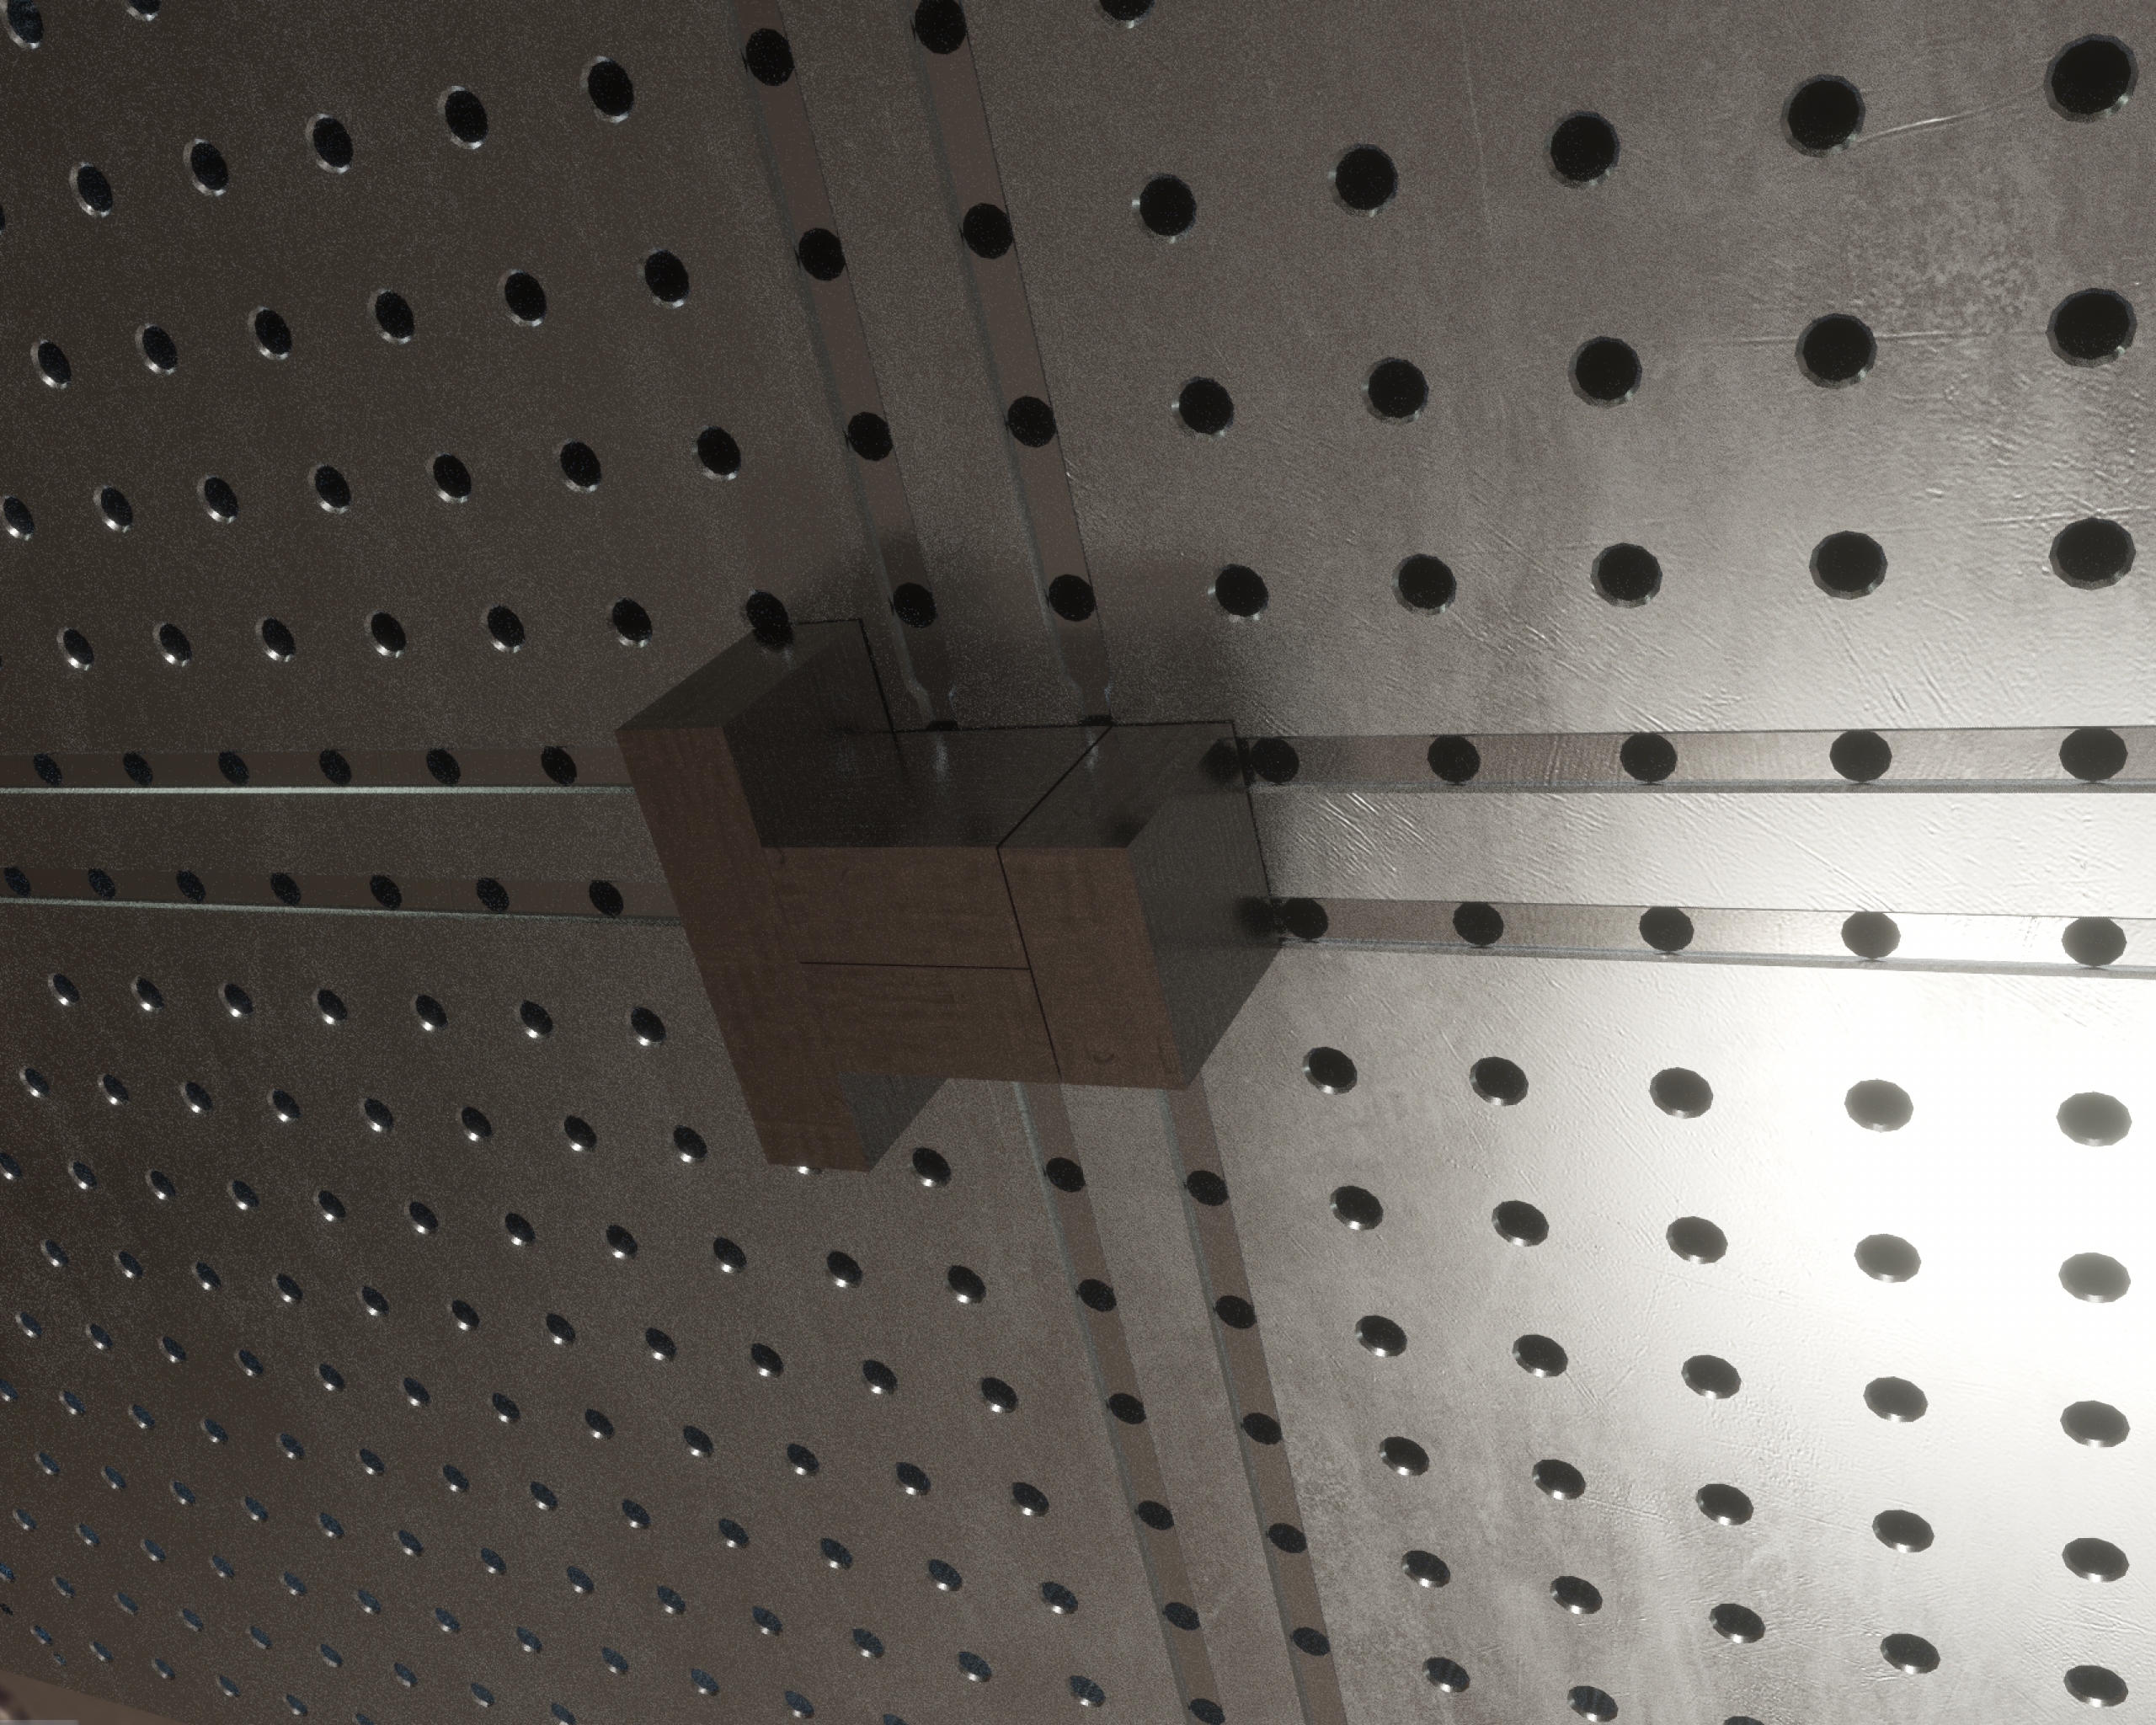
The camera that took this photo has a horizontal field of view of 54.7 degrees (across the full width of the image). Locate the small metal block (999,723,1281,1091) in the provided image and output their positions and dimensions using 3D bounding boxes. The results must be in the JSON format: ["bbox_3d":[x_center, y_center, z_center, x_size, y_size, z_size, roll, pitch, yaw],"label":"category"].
[{"bbox_3d":[0.013,0.007,0.390,0.025,0.050,0.050,0,118,28],"label":"small metal block"}]

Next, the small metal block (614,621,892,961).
[{"bbox_3d":[-0.060,-0.015,0.415,0.025,0.050,0.050,0,118,28],"label":"small metal block"}]

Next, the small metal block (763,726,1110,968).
[{"bbox_3d":[-0.023,-0.004,0.403,0.050,0.050,0.025,0,118,28],"label":"small metal block"}]

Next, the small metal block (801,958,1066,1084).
[{"bbox_3d":[-0.018,0.018,0.413,0.050,0.050,0.025,0,118,28],"label":"small metal block"}]

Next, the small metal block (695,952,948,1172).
[{"bbox_3d":[-0.048,0.029,0.436,0.025,0.050,0.050,0,118,28],"label":"small metal block"}]
